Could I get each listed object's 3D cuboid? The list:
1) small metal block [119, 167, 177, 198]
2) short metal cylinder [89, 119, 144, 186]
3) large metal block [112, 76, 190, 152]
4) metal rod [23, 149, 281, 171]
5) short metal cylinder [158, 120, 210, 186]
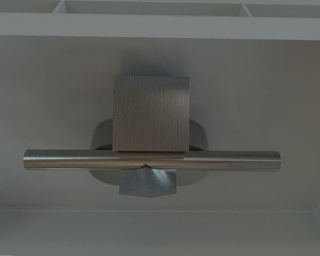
[{"bbox_3d":[-0.015,0.070,0.387,0.050,0.025,0.050,18,152,-39],"label":"small metal block"},{"bbox_3d":[-0.054,0.033,0.418,0.081,0.050,0.079,0,130,0],"label":"short metal cylinder"},{"bbox_3d":[-0.009,-0.014,0.352,0.081,0.050,0.080,1,87,-1],"label":"large metal block"},{"bbox_3d":[-0.008,0.039,0.375,0.302,0.025,0.025,1,130,-1],"label":"metal rod"},{"bbox_3d":[0.027,0.034,0.421,0.081,0.050,0.079,0,130,0],"label":"short metal cylinder"}]
